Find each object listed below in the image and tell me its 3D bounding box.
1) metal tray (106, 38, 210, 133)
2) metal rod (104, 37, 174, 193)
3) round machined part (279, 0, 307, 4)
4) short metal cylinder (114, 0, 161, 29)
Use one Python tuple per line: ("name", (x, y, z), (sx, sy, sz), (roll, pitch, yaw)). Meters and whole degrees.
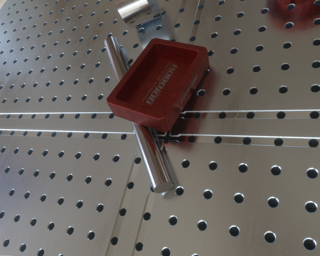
("metal tray", (0.000, -0.064, 0.423), (0.090, 0.030, 0.130), (19, 62, 26))
("metal rod", (-0.040, -0.040, 0.454), (0.025, 0.025, 0.300), (-30, 52, 9))
("round machined part", (0.191, -0.212, 0.428), (0.098, 0.042, 0.098), (-13, 56, 21))
("short metal cylinder", (-0.039, -0.217, 0.527), (0.050, 0.080, 0.080), (-17, 55, 19))
